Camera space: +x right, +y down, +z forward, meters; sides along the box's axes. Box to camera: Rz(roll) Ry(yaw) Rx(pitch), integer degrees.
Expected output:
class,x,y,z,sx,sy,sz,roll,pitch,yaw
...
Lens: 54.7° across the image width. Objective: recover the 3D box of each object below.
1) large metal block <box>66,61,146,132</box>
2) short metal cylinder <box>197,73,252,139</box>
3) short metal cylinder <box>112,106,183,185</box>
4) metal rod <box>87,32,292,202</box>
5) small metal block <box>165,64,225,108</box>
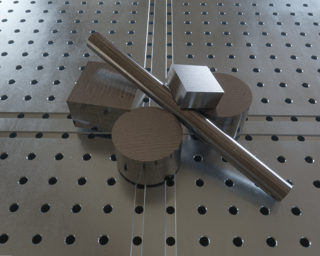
class,x,y,z,sx,sy,sz,roll,pitch,yaw
large metal block,-0.068,-0.042,0.419,0.080,0.050,0.080,9,51,7
short metal cylinder,0.076,-0.028,0.411,0.081,0.050,0.080,0,50,0
short metal cylinder,-0.014,0.020,0.369,0.081,0.050,0.080,0,50,0
metal rod,0.026,-0.021,0.375,0.300,0.025,0.025,40,60,12
small metal block,0.041,-0.050,0.371,0.050,0.025,0.050,-2,47,-25
